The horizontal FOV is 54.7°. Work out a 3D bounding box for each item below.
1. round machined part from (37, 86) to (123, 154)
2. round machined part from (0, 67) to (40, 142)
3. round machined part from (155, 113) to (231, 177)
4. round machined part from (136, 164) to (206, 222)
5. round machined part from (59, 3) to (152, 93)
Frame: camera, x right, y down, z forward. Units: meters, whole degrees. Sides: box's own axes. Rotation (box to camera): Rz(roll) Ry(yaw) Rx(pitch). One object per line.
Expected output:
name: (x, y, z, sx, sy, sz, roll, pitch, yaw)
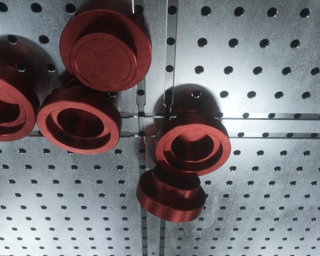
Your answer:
round machined part: (-0.095, -0.013, 0.381, 0.099, 0.042, 0.097, 3, 139, 3)
round machined part: (-0.193, -0.033, 0.370, 0.099, 0.042, 0.097, -1, 130, 0)
round machined part: (0.043, 0.018, 0.417, 0.099, 0.042, 0.097, -1, 130, 0)
round machined part: (0.019, 0.084, 0.439, 0.099, 0.098, 0.042, 12, 113, -11)
round machined part: (-0.058, -0.078, 0.333, 0.099, 0.042, 0.097, 0, 130, 0)
